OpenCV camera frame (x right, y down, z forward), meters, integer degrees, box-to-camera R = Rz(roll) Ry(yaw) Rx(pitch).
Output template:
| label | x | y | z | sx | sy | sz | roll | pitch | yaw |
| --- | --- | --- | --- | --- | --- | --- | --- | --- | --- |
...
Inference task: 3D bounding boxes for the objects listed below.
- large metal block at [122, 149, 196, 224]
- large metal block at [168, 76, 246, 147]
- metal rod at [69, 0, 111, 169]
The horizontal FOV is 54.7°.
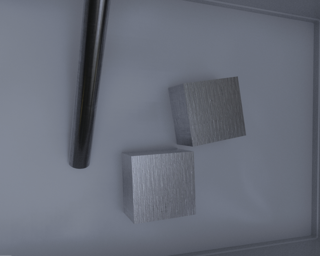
| label | x | y | z | sx | sy | sz | roll | pitch | yaw |
| --- | --- | --- | --- | --- | --- | --- | --- | --- | --- |
| large metal block | -0.003 | 0.071 | 0.397 | 0.081 | 0.050 | 0.079 | -3 | 91 | -20 |
| large metal block | 0.063 | -0.023 | 0.422 | 0.081 | 0.050 | 0.079 | -10 | 94 | -20 |
| metal rod | -0.068 | -0.088 | 0.313 | 0.025 | 0.025 | 0.298 | 3 | 118 | -20 |
